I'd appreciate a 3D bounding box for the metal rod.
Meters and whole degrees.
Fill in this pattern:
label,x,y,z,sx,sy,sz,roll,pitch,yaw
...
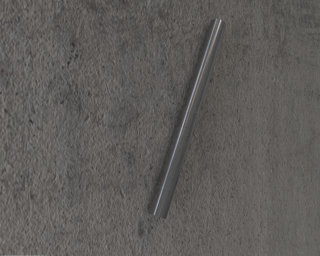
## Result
label,x,y,z,sx,sy,sz,roll,pitch,yaw
metal rod,0.043,-0.023,0.439,0.025,0.025,0.299,30,71,-36
